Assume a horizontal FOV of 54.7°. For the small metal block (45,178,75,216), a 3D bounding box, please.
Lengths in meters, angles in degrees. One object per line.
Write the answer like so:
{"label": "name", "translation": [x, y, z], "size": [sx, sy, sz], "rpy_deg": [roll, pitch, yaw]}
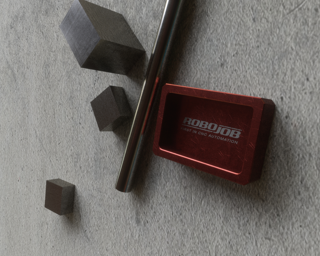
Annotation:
{"label": "small metal block", "translation": [-0.178, 0.121, 0.549], "size": [0.050, 0.025, 0.050], "rpy_deg": [9, 96, 39]}

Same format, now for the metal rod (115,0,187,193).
{"label": "metal rod", "translation": [-0.011, -0.052, 0.412], "size": [0.025, 0.025, 0.298], "rpy_deg": [27, 106, 36]}

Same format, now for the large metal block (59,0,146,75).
{"label": "large metal block", "translation": [-0.080, -0.125, 0.433], "size": [0.050, 0.081, 0.080], "rpy_deg": [-45, 63, 31]}

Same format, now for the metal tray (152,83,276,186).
{"label": "metal tray", "translation": [0.055, 0.002, 0.354], "size": [0.130, 0.030, 0.089], "rpy_deg": [15, 100, 38]}

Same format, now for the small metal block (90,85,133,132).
{"label": "small metal block", "translation": [-0.073, -0.028, 0.463], "size": [0.050, 0.025, 0.050], "rpy_deg": [-33, 70, 35]}
